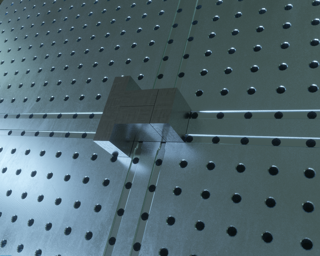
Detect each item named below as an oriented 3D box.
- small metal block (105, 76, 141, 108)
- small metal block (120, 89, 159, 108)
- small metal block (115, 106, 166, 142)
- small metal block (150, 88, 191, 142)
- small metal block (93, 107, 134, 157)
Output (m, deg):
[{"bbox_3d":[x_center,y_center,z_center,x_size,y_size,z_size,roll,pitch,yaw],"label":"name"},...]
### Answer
[{"bbox_3d":[-0.047,-0.038,0.438,0.025,0.050,0.050,0,62,28],"label":"small metal block"},{"bbox_3d":[-0.016,-0.027,0.415,0.050,0.050,0.025,0,62,28],"label":"small metal block"},{"bbox_3d":[-0.022,-0.005,0.404,0.050,0.050,0.025,0,62,28],"label":"small metal block"},{"bbox_3d":[0.015,-0.016,0.392,0.025,0.050,0.050,0,62,28],"label":"small metal block"},{"bbox_3d":[-0.058,0.006,0.416,0.025,0.050,0.050,0,62,28],"label":"small metal block"}]
